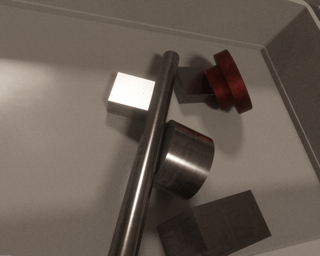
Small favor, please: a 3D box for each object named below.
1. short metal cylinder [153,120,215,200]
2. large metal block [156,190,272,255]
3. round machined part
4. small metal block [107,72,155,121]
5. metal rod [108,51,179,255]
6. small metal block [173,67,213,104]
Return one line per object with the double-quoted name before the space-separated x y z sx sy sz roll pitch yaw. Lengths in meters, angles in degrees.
"short metal cylinder" 0.019 0.037 0.360 0.050 0.080 0.080 26 53 -14
"large metal block" 0.055 0.111 0.334 0.081 0.080 0.050 -7 66 -32
"round machined part" 0.100 -0.065 0.468 0.098 0.042 0.098 66 11 0
"small metal block" -0.037 -0.041 0.405 0.050 0.025 0.050 14 55 -3
"metal rod" -0.008 0.005 0.358 0.025 0.025 0.300 25 47 -13
"small metal block" 0.047 -0.066 0.473 0.050 0.025 0.050 -5 65 -31
